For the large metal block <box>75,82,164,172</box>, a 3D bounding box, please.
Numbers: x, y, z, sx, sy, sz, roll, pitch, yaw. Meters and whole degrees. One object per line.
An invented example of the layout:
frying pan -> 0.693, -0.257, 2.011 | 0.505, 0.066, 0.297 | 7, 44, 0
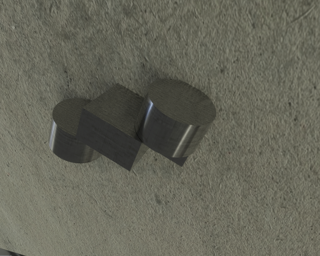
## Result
large metal block -> -0.046, -0.004, 0.395 | 0.080, 0.080, 0.050 | 31, 128, 8

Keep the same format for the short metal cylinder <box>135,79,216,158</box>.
short metal cylinder -> 0.017, -0.013, 0.356 | 0.080, 0.080, 0.050 | 31, 128, 8

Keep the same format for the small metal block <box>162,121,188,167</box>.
small metal block -> 0.021, 0.015, 0.407 | 0.050, 0.025, 0.050 | 31, 128, 8

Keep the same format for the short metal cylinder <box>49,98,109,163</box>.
short metal cylinder -> -0.111, 0.003, 0.433 | 0.080, 0.080, 0.050 | 31, 128, 8

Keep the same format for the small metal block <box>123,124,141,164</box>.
small metal block -> -0.047, 0.021, 0.447 | 0.050, 0.025, 0.050 | 31, 128, 8
